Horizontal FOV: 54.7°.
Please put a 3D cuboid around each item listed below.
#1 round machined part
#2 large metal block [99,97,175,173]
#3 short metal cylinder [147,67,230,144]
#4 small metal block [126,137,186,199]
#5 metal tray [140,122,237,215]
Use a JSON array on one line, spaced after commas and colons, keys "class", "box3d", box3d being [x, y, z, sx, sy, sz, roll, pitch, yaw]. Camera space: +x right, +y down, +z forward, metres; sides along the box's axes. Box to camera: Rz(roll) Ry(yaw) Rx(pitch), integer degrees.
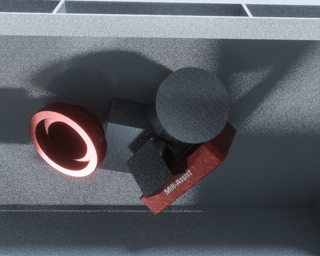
[{"class": "round machined part", "box3d": [-0.109, 0.010, 0.388, 0.098, 0.042, 0.097, 13, 127, 18]}, {"class": "large metal block", "box3d": [-0.030, 0.014, 0.403, 0.081, 0.050, 0.079, 11, 129, -10]}, {"class": "short metal cylinder", "box3d": [0.030, -0.022, 0.344, 0.081, 0.080, 0.050, 12, 173, -11]}, {"class": "small metal block", "box3d": [-0.006, 0.046, 0.362, 0.025, 0.050, 0.050, -4, 146, -52]}, {"class": "metal tray", "box3d": [0.037, 0.048, 0.404, 0.030, 0.090, 0.129, 44, 121, 0]}]
